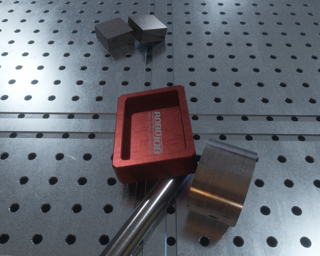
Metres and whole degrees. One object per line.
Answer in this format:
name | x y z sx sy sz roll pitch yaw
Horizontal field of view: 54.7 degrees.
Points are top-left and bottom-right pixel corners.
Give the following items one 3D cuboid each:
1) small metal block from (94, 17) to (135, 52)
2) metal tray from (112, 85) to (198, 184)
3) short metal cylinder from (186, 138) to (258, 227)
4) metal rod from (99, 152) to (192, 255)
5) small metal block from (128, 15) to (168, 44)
small metal block | -0.080 -0.166 0.547 0.050 0.025 0.050 -26 55 -20
metal tray | -0.007 0.002 0.381 0.090 0.030 0.130 -9 42 5
short metal cylinder | 0.065 0.056 0.325 0.050 0.080 0.080 18 52 14
metal rod | -0.050 0.132 0.296 0.025 0.025 0.301 27 55 21
small metal block | -0.023 -0.176 0.548 0.050 0.025 0.050 -17 51 -31
